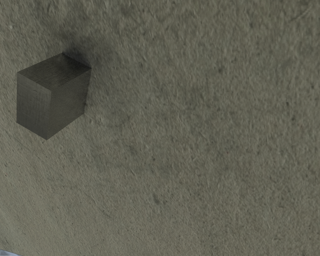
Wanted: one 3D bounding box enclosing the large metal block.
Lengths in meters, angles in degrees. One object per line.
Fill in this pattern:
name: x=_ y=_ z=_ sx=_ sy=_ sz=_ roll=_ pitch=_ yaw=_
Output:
large metal block: x=-0.142 y=-0.044 z=0.417 sx=0.050 sy=0.080 sz=0.079 roll=29 pitch=128 yaw=10
